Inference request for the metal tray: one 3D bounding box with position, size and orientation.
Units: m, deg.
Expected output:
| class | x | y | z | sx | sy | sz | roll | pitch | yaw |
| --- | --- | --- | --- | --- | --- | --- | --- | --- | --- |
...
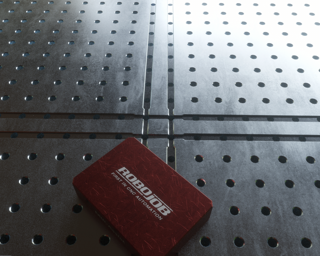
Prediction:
| class | x | y | z | sx | sy | sz | roll | pitch | yaw |
| --- | --- | --- | --- | --- | --- | --- | --- | --- | --- |
| metal tray | -0.020 | 0.077 | 0.340 | 0.130 | 0.030 | 0.090 | 37 | 59 | 27 |
